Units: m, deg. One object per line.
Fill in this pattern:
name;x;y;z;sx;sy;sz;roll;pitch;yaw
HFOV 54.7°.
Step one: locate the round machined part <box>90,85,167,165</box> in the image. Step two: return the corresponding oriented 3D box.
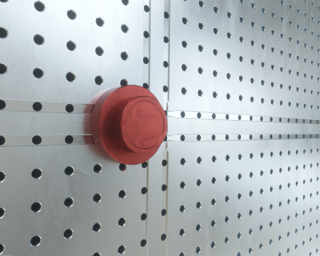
round machined part;-0.030;-0.004;0.375;0.099;0.042;0.097;0;90;-40
